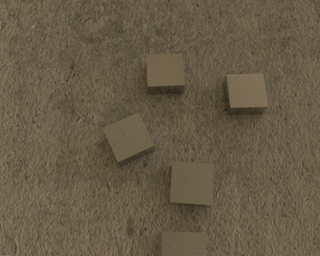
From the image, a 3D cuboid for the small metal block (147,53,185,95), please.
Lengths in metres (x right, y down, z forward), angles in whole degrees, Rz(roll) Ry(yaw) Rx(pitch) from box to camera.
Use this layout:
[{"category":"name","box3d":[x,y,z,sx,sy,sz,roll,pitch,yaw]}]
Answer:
[{"category":"small metal block","box3d":[0.008,-0.076,0.436,0.050,0.025,0.050,-2,70,-1]}]

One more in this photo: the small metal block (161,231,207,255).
[{"category":"small metal block","box3d":[0.027,0.146,0.355,0.050,0.025,0.050,1,70,0]}]

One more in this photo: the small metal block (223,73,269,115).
[{"category":"small metal block","box3d":[0.117,-0.046,0.426,0.050,0.025,0.050,-2,70,-1]}]

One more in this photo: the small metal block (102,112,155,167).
[{"category":"small metal block","box3d":[-0.040,0.015,0.402,0.050,0.025,0.050,-24,72,-9]}]

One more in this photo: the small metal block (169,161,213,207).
[{"category":"small metal block","box3d":[0.038,0.070,0.383,0.050,0.025,0.050,4,70,1]}]
